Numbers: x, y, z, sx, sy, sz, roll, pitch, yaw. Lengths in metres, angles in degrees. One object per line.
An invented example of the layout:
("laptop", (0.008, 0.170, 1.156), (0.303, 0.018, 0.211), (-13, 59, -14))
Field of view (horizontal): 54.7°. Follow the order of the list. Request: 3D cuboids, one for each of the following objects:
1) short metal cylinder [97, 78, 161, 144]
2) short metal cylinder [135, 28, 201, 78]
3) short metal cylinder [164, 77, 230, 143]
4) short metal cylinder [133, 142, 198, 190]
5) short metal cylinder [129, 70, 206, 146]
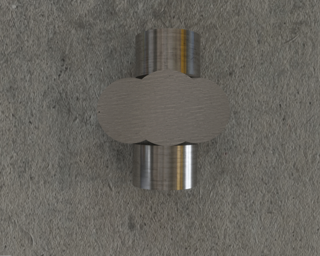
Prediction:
("short metal cylinder", (-0.036, -0.021, 0.398), (0.081, 0.050, 0.079), (0, 90, -1))
("short metal cylinder", (0.010, -0.086, 0.384), (0.081, 0.080, 0.050), (0, 90, -1))
("short metal cylinder", (0.044, -0.022, 0.399), (0.081, 0.050, 0.079), (0, 90, -1))
("short metal cylinder", (0.006, 0.044, 0.384), (0.081, 0.080, 0.050), (0, 90, -1))
("short metal cylinder", (0.008, -0.021, 0.348), (0.081, 0.050, 0.079), (0, 90, -1))
